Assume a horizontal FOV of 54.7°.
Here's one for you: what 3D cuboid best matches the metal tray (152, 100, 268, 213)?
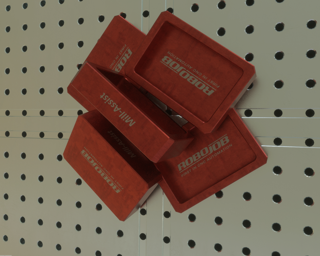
[{"bbox_3d":[0.055,0.036,0.389,0.130,0.030,0.090,-35,79,16],"label":"metal tray"}]

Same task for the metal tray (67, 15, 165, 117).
[{"bbox_3d":[-0.058,-0.076,0.428,0.090,0.030,0.130,40,102,15],"label":"metal tray"}]

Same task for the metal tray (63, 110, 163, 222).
[{"bbox_3d":[-0.068,0.050,0.413,0.130,0.030,0.089,44,129,14],"label":"metal tray"}]

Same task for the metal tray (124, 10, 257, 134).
[{"bbox_3d":[0.034,-0.065,0.365,0.130,0.030,0.090,38,102,15],"label":"metal tray"}]

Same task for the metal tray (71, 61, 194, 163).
[{"bbox_3d":[-0.028,-0.019,0.354,0.130,0.090,0.030,42,103,14],"label":"metal tray"}]
